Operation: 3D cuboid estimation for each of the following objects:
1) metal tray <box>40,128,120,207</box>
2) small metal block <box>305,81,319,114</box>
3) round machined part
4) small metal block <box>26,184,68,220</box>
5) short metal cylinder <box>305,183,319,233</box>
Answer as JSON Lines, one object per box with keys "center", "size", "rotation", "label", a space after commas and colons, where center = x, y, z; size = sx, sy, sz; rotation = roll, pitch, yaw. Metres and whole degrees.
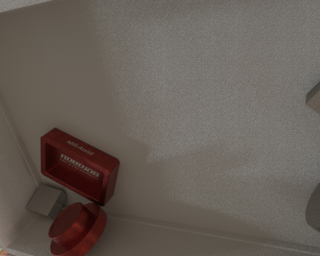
{"center": [-0.136, 0.066, 0.514], "size": [0.130, 0.030, 0.089], "rotation": [25, 127, 12], "label": "metal tray"}
{"center": [0.178, -0.031, 0.296], "size": [0.050, 0.025, 0.050], "rotation": [36, 129, 4], "label": "small metal block"}
{"center": [-0.136, 0.158, 0.492], "size": [0.098, 0.098, 0.042], "rotation": [-20, 119, 35], "label": "round machined part"}
{"center": [-0.213, 0.140, 0.584], "size": [0.050, 0.050, 0.025], "rotation": [12, 149, 21], "label": "small metal block"}
{"center": [0.199, 0.083, 0.320], "size": [0.050, 0.080, 0.079], "rotation": [34, 129, 5], "label": "short metal cylinder"}
